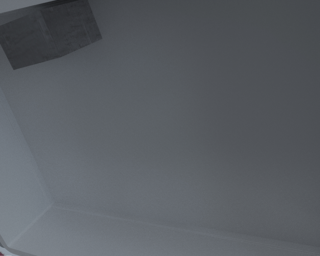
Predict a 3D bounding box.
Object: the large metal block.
[{"bbox_3d":[-0.132,-0.113,0.373,0.080,0.080,0.050,-5,116,30],"label":"large metal block"}]
